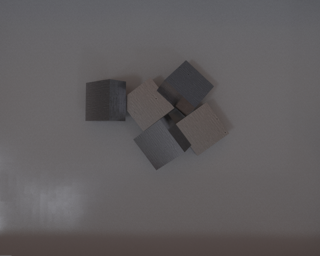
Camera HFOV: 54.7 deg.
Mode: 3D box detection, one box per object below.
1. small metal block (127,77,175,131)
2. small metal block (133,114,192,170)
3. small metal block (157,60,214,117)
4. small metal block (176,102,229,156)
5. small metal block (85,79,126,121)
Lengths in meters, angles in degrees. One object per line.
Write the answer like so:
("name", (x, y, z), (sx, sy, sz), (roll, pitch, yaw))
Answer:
("small metal block", (-0.017, -0.030, 0.409), (0.050, 0.025, 0.050), (-38, 91, 0))
("small metal block", (0.003, 0.018, 0.398), (0.050, 0.025, 0.050), (-36, 90, 31))
("small metal block", (0.033, -0.051, 0.399), (0.050, 0.025, 0.050), (43, 55, -1))
("small metal block", (0.054, 0.001, 0.410), (0.050, 0.025, 0.050), (-36, 90, 0))
("small metal block", (-0.070, -0.034, 0.395), (0.050, 0.025, 0.050), (0, 90, 43))
